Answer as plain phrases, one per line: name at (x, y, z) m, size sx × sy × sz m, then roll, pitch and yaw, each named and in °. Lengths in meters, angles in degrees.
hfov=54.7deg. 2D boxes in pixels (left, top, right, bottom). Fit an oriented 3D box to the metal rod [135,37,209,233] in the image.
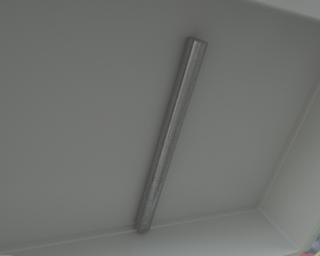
metal rod at (0.009, 0.026, 0.431) m, size 0.025 × 0.025 × 0.298 m, roll 1°, pitch 118°, yaw -29°
